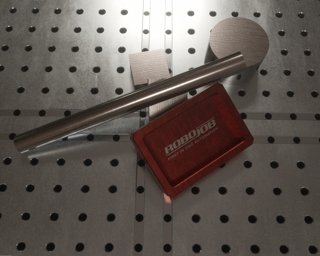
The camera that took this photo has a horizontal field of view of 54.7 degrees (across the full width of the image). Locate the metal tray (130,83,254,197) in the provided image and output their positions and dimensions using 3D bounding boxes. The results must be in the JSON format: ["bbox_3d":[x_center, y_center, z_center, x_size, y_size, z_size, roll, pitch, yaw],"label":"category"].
[{"bbox_3d":[0.040,0.013,0.388,0.131,0.030,0.090,-32,95,-11],"label":"metal tray"}]

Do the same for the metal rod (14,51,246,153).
[{"bbox_3d":[-0.041,-0.030,0.389,0.301,0.025,0.025,-20,71,5],"label":"metal rod"}]

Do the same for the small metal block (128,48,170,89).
[{"bbox_3d":[-0.015,-0.081,0.441,0.050,0.025,0.050,-11,70,-4],"label":"small metal block"}]

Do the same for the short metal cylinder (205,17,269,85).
[{"bbox_3d":[0.107,-0.108,0.439,0.081,0.050,0.080,0,70,0],"label":"short metal cylinder"}]

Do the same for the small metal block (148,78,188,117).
[{"bbox_3d":[0.010,-0.041,0.414,0.050,0.025,0.050,-2,99,-5],"label":"small metal block"}]
